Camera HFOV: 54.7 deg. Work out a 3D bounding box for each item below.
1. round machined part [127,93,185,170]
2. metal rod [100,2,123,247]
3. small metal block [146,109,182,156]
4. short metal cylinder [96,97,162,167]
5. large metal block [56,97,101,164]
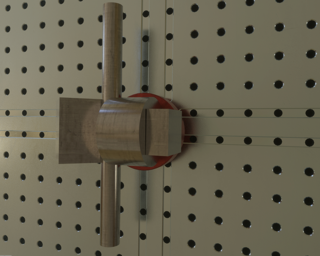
[{"bbox_3d":[-0.015,0.004,0.407,0.098,0.042,0.097,0,90,19],"label":"round machined part"},{"bbox_3d":[-0.061,-0.004,0.389,0.025,0.025,0.298,1,90,19],"label":"metal rod"},{"bbox_3d":[0.006,0.004,0.352,0.025,0.050,0.050,1,91,20],"label":"small metal block"},{"bbox_3d":[-0.032,0.004,0.361,0.050,0.080,0.079,1,90,20],"label":"short metal cylinder"},{"bbox_3d":[-0.111,0.003,0.415,0.050,0.080,0.079,1,90,-21],"label":"large metal block"}]
